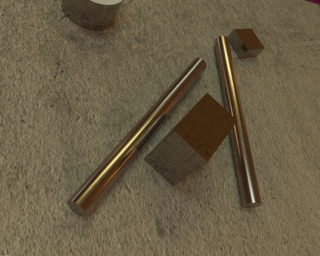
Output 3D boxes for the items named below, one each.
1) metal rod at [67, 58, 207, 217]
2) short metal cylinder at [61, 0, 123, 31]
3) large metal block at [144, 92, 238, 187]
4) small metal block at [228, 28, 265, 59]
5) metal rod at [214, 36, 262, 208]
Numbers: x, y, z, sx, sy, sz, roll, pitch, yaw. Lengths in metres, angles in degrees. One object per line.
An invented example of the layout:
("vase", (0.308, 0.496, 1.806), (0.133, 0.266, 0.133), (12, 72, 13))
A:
("metal rod", (-0.010, -0.010, 0.404), (0.025, 0.025, 0.301), (40, 51, -1))
("short metal cylinder", (-0.098, -0.189, 0.451), (0.081, 0.050, 0.080), (14, 56, -21))
("large metal block", (0.037, 0.015, 0.379), (0.050, 0.080, 0.080), (43, 51, 1))
("small metal block", (0.163, -0.161, 0.590), (0.050, 0.025, 0.050), (-14, 69, -34))
("metal rod", (0.116, -0.027, 0.482), (0.025, 0.025, 0.299), (11, 57, -22))
